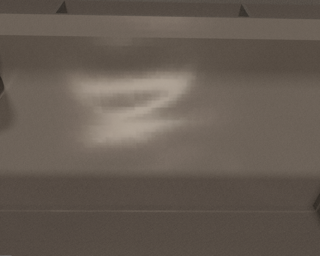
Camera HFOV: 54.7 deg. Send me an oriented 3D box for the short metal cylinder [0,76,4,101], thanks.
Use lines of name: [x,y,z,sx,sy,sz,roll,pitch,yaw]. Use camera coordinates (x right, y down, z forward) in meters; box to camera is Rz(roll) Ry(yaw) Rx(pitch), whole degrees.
short metal cylinder: [-0.231,-0.041,0.355,0.081,0.050,0.079,0,130,0]
